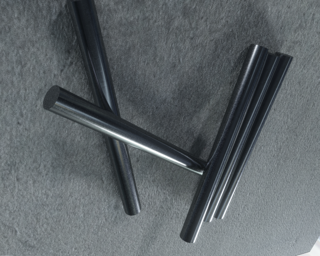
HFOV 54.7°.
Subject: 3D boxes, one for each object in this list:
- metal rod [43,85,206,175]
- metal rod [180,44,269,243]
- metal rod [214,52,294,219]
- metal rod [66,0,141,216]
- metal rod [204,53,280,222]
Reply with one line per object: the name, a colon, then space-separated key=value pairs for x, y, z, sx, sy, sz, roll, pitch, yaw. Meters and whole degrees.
metal rod: x=-0.008 y=0.022 z=0.393 sx=0.301 sy=0.025 sz=0.025 roll=29 pitch=103 yaw=-46
metal rod: x=0.088 y=0.030 z=0.445 sx=0.025 sy=0.025 sz=0.298 roll=11 pitch=104 yaw=-33
metal rod: x=0.141 y=0.026 z=0.502 sx=0.025 sy=0.025 sz=0.298 roll=1 pitch=118 yaw=-29
metal rod: x=-0.058 y=-0.001 z=0.375 sx=0.025 sy=0.025 sz=0.298 roll=-20 pitch=127 yaw=-17
metal rod: x=0.117 y=0.028 z=0.490 sx=0.025 sy=0.025 sz=0.298 roll=1 pitch=118 yaw=-29
